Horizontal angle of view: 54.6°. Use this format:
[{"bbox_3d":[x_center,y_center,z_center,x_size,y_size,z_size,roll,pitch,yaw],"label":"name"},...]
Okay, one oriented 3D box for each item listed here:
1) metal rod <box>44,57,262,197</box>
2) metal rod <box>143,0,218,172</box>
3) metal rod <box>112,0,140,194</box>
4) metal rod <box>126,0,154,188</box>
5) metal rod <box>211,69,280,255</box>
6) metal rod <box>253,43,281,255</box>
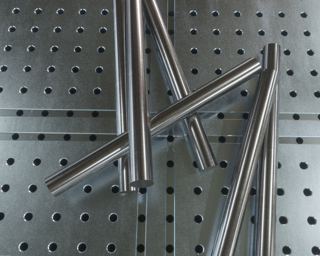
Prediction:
[{"bbox_3d":[0.000,-0.007,0.386,0.301,0.025,0.025,-31,73,-11],"label":"metal rod"},{"bbox_3d":[0.018,-0.083,0.442,0.025,0.025,0.299,-16,71,-6],"label":"metal rod"},{"bbox_3d":[-0.050,-0.061,0.433,0.025,0.025,0.299,-4,70,-2],"label":"metal rod"},{"bbox_3d":[-0.029,-0.071,0.396,0.025,0.025,0.299,-4,60,-1],"label":"metal rod"},{"bbox_3d":[0.099,0.065,0.375,0.025,0.025,0.299,17,76,6],"label":"metal rod"},{"bbox_3d":[0.141,0.022,0.404,0.025,0.025,0.299,8,70,3],"label":"metal rod"}]
